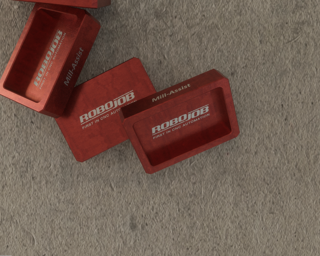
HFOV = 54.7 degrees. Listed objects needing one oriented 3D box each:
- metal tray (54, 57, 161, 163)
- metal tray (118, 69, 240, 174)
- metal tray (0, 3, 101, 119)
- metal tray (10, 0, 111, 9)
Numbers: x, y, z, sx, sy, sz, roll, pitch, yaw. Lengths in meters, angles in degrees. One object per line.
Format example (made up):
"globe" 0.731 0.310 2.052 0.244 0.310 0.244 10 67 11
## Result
"metal tray" -0.066 -0.023 0.407 0.130 0.030 0.090 -27 90 0
"metal tray" 0.027 -0.006 0.381 0.131 0.030 0.090 -23 124 -3
"metal tray" -0.139 -0.087 0.383 0.090 0.030 0.129 21 87 27
"metal tray" -0.131 -0.169 0.374 0.131 0.090 0.030 6 114 0
